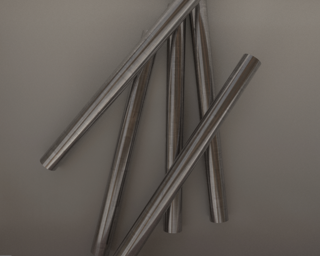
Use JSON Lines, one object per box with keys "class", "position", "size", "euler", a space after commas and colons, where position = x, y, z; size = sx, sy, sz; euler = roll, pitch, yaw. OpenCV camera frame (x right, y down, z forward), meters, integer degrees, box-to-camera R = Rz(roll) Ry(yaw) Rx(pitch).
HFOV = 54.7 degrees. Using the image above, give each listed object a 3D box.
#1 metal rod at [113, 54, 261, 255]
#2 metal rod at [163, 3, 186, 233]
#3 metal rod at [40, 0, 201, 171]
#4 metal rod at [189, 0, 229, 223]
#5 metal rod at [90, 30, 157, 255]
{"class": "metal rod", "position": [0.033, 0.040, 0.385], "size": [0.025, 0.025, 0.299], "euler": [33, 90, 0]}
{"class": "metal rod", "position": [0.020, -0.014, 0.411], "size": [0.025, 0.025, 0.298], "euler": [1, 90, 0]}
{"class": "metal rod", "position": [-0.049, -0.062, 0.390], "size": [0.025, 0.025, 0.299], "euler": [42, 98, 0]}
{"class": "metal rod", "position": [0.063, -0.026, 0.411], "size": [0.025, 0.025, 0.298], "euler": [-6, 90, 0]}
{"class": "metal rod", "position": [-0.045, 0.020, 0.410], "size": [0.025, 0.025, 0.298], "euler": [13, 90, 0]}
